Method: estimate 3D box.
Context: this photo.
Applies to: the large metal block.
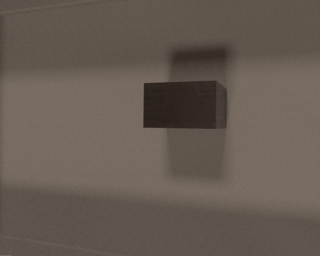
[{"bbox_3d":[0.033,-0.025,0.369,0.080,0.080,0.050,1,91,19],"label":"large metal block"}]
